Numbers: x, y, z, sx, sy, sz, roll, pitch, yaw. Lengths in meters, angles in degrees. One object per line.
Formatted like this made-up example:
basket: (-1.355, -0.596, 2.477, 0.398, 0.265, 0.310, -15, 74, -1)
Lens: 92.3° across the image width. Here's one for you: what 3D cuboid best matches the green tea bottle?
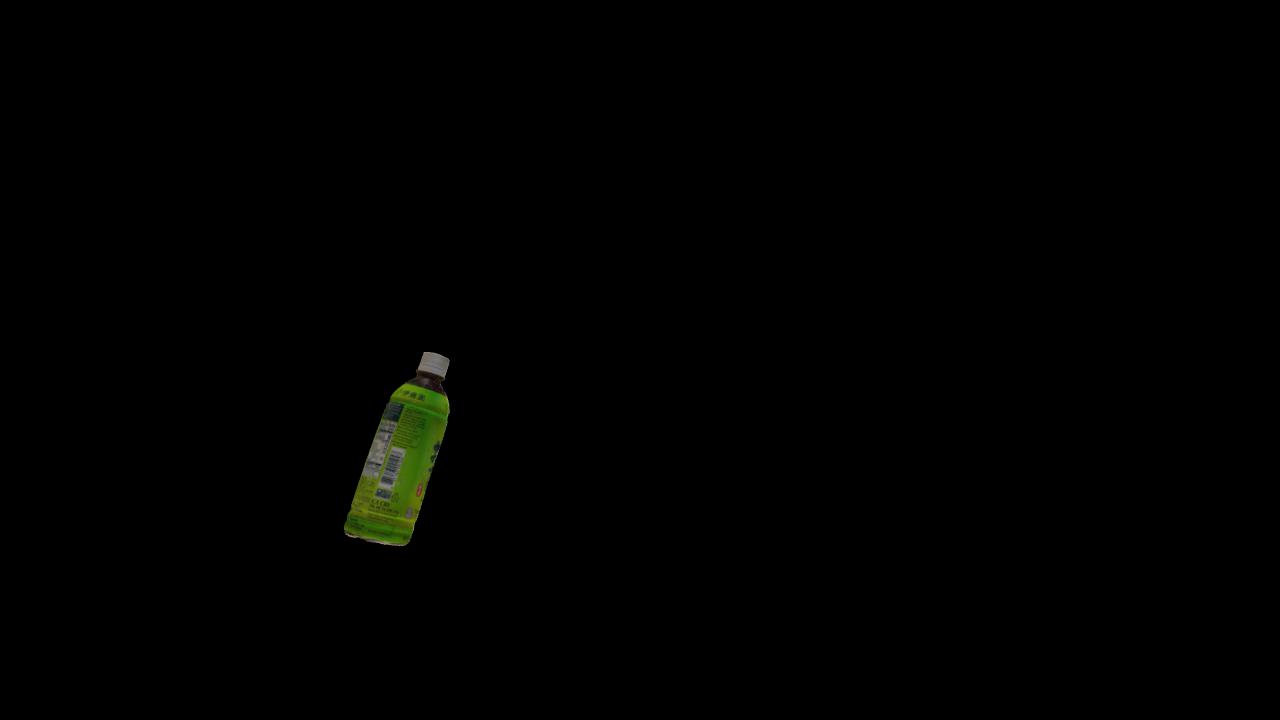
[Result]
green tea bottle: (-0.259, 0.094, 0.684, 0.073, 0.212, 0.073, 13, -14, 3)
